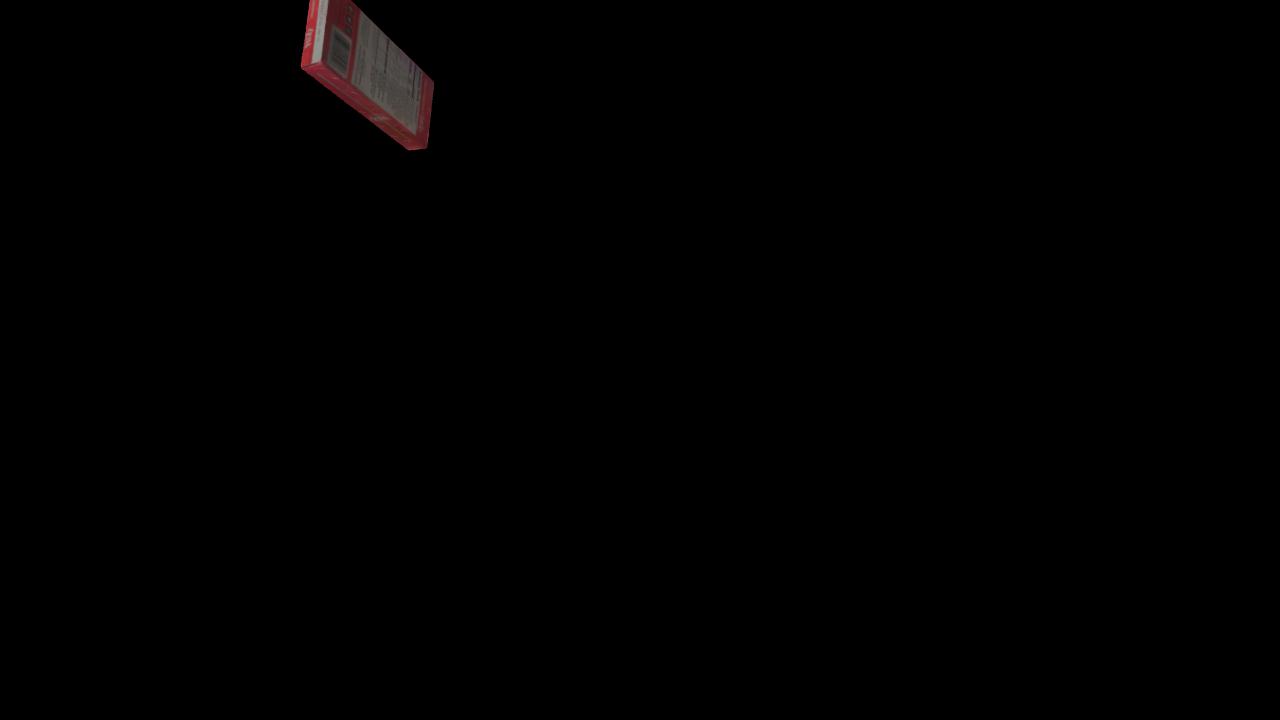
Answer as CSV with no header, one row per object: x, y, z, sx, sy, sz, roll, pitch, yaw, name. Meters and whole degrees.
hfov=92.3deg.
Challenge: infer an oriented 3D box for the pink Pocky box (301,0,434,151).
-0.269,-0.289,0.625,0.029,0.084,0.155,-1,-10,17,pink Pocky box
